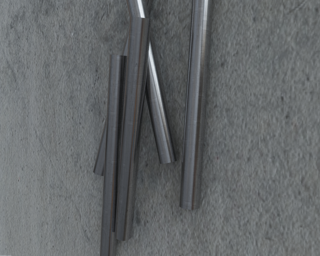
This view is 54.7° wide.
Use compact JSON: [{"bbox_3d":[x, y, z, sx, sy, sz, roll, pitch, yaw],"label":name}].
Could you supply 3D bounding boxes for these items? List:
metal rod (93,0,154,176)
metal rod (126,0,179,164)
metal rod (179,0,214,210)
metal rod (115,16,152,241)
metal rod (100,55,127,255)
[{"bbox_3d":[-0.051,-0.071,0.444,0.025,0.025,0.298,26,106,37],"label":"metal rod"},{"bbox_3d":[-0.018,-0.103,0.395,0.025,0.025,0.298,-12,89,39],"label":"metal rod"},{"bbox_3d":[0.044,-0.054,0.366,0.025,0.025,0.298,6,94,39],"label":"metal rod"},{"bbox_3d":[-0.037,0.014,0.401,0.025,0.025,0.298,21,113,38],"label":"metal rod"},{"bbox_3d":[-0.067,0.049,0.440,0.025,0.025,0.298,13,103,39],"label":"metal rod"}]
